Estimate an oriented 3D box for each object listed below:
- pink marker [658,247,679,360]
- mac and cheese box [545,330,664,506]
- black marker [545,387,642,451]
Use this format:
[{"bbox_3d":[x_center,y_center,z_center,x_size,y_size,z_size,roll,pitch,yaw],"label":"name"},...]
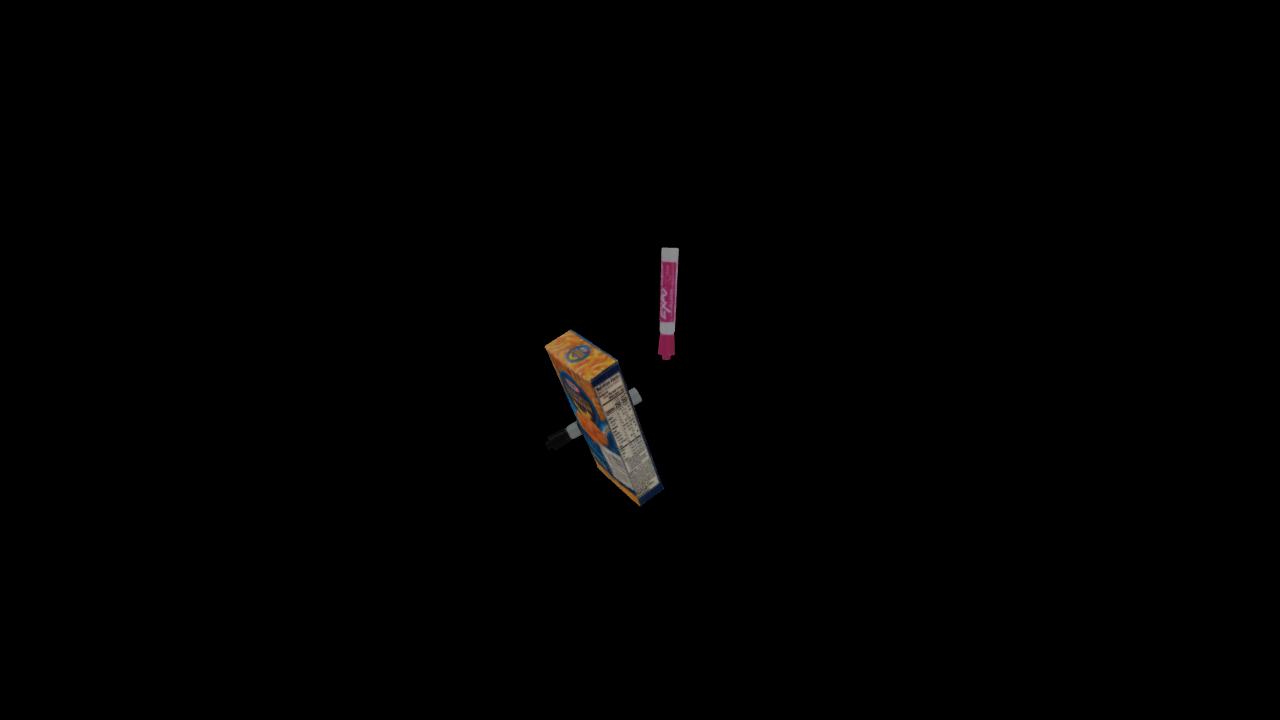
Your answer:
[{"bbox_3d":[0.030,-0.060,0.665,0.020,0.121,0.020,2,10,0],"label":"pink marker"},{"bbox_3d":[-0.035,0.064,0.647,0.041,0.184,0.093,-33,38,-19],"label":"mac and cheese box"},{"bbox_3d":[-0.054,0.069,0.706,0.121,0.020,0.020,-29,4,-8],"label":"black marker"}]
